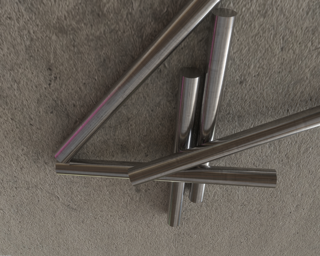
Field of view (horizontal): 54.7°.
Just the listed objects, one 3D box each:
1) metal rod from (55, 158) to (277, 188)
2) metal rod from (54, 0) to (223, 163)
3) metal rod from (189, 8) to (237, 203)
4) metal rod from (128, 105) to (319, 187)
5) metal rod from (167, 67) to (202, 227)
[{"bbox_3d":[0.002,0.061,0.429,0.301,0.025,0.025,2,131,9],"label":"metal rod"},{"bbox_3d":[-0.041,-0.048,0.365,0.025,0.025,0.299,33,123,-25],"label":"metal rod"},{"bbox_3d":[0.061,-0.002,0.405,0.025,0.025,0.298,1,130,-1],"label":"metal rod"},{"bbox_3d":[0.105,0.017,0.395,0.301,0.025,0.025,-19,128,5],"label":"metal rod"},{"bbox_3d":[0.030,0.050,0.449,0.025,0.025,0.298,1,130,-1],"label":"metal rod"}]
